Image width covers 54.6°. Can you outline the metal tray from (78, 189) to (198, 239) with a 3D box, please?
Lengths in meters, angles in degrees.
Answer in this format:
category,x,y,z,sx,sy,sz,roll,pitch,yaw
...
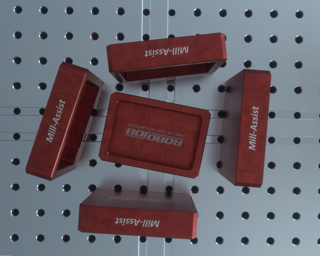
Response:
category,x,y,z,sx,sy,sz,roll,pitch,yaw
metal tray,-0.024,0.102,0.381,0.131,0.090,0.030,4,90,0

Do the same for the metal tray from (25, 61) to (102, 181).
category,x,y,z,sx,sy,sz,roll,pitch,yaw
metal tray,-0.113,-0.008,0.380,0.030,0.090,0.129,18,90,0

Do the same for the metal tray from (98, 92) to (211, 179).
category,x,y,z,sx,sy,sz,roll,pitch,yaw
metal tray,-0.007,0.009,0.410,0.131,0.030,0.090,11,90,-1

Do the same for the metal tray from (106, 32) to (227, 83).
category,x,y,z,sx,sy,sz,roll,pitch,yaw
metal tray,0.008,-0.083,0.380,0.131,0.090,0.030,-6,90,0

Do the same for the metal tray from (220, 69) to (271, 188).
category,x,y,z,sx,sy,sz,roll,pitch,yaw
metal tray,0.102,0.000,0.381,0.030,0.090,0.129,5,90,0
